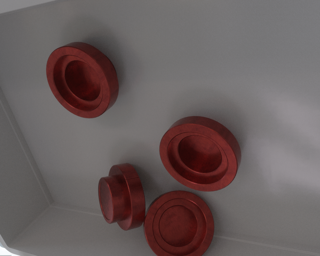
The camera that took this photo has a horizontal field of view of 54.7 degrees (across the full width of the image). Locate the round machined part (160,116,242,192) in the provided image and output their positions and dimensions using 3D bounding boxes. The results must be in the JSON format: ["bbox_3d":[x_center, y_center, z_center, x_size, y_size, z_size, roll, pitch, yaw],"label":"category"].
[{"bbox_3d":[0.053,0.028,0.387,0.098,0.042,0.097,13,124,21],"label":"round machined part"}]

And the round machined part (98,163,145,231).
[{"bbox_3d":[-0.062,0.104,0.461,0.098,0.042,0.097,21,114,59],"label":"round machined part"}]

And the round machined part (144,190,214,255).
[{"bbox_3d":[0.025,0.140,0.448,0.098,0.098,0.042,40,165,1],"label":"round machined part"}]

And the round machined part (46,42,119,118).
[{"bbox_3d":[-0.096,-0.065,0.408,0.098,0.042,0.097,13,124,21],"label":"round machined part"}]
